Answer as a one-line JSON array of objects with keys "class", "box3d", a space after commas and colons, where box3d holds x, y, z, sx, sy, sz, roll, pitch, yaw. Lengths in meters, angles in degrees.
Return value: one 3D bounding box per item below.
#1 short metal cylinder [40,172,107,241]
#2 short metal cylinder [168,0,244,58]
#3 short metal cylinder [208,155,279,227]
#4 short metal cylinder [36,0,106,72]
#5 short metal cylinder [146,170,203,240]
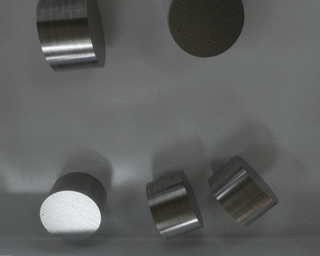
[{"class": "short metal cylinder", "box3d": [-0.120, 0.110, 0.437, 0.081, 0.050, 0.079, 0, 110, -1]}, {"class": "short metal cylinder", "box3d": [0.050, -0.124, 0.353, 0.081, 0.050, 0.079, 0, 110, -1]}, {"class": "short metal cylinder", "box3d": [0.110, 0.083, 0.414, 0.080, 0.080, 0.050, 42, 105, -14]}, {"class": "short metal cylinder", "box3d": [-0.094, -0.104, 0.342, 0.050, 0.080, 0.079, -6, 110, 2]}, {"class": "short metal cylinder", "box3d": [0.021, 0.104, 0.421, 0.050, 0.080, 0.080, -22, 109, 7]}]
